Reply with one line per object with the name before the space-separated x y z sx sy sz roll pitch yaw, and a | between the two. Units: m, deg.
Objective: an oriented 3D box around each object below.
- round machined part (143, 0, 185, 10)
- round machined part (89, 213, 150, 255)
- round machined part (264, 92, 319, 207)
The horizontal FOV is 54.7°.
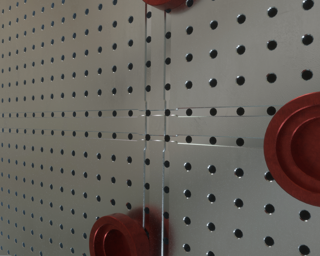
round machined part | 0.002 -0.206 0.395 0.098 0.042 0.097 0 90 39
round machined part | -0.053 0.170 0.440 0.098 0.042 0.097 0 90 39
round machined part | 0.148 0.018 0.275 0.098 0.042 0.097 0 90 39
